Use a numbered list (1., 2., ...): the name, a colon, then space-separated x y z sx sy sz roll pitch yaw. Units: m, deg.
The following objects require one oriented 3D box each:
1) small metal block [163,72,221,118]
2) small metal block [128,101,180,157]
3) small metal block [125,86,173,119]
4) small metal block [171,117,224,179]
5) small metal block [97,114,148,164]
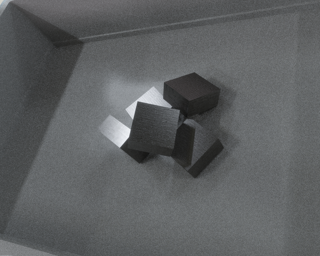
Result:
1. small metal block: 0.040 -0.043 0.394 0.050 0.025 0.050 -22 45 -28
2. small metal block: -0.007 0.001 0.359 0.050 0.025 0.050 12 63 -3
3. small metal block: -0.011 -0.021 0.419 0.050 0.025 0.050 -39 51 1
4. small metal block: 0.038 0.023 0.368 0.050 0.025 0.050 -46 52 -4
5. small metal block: -0.045 0.015 0.400 0.050 0.050 0.025 33 80 38
